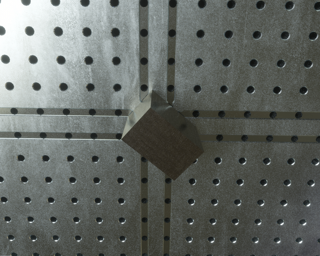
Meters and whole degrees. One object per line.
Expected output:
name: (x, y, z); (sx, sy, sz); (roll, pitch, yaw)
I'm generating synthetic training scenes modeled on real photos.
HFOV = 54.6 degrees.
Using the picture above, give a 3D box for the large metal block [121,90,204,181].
large metal block: (0.003, 0.006, 0.386); (0.080, 0.080, 0.050); (39, 106, -14)
